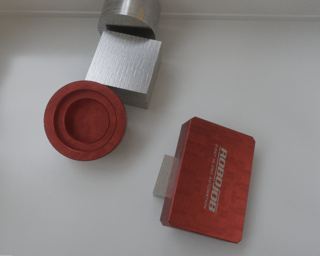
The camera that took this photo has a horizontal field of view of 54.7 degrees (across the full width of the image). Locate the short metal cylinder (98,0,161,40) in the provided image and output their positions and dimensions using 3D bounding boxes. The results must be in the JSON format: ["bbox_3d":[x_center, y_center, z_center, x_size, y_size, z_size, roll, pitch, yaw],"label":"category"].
[{"bbox_3d":[-0.042,-0.153,0.436,0.080,0.080,0.050,9,70,3],"label":"short metal cylinder"}]

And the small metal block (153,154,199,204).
[{"bbox_3d":[0.023,0.066,0.386,0.050,0.025,0.050,16,71,5],"label":"small metal block"}]

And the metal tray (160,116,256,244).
[{"bbox_3d":[0.060,0.061,0.371,0.091,0.030,0.130,19,70,-13],"label":"metal tray"}]

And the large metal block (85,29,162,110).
[{"bbox_3d":[-0.046,-0.079,0.425,0.080,0.050,0.080,13,70,4],"label":"large metal block"}]

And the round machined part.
[{"bbox_3d":[-0.091,-0.009,0.393,0.099,0.042,0.097,0,89,0],"label":"round machined part"}]
